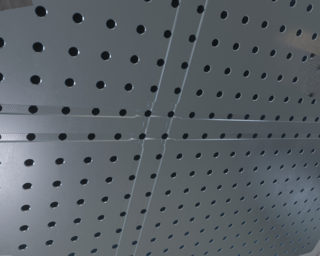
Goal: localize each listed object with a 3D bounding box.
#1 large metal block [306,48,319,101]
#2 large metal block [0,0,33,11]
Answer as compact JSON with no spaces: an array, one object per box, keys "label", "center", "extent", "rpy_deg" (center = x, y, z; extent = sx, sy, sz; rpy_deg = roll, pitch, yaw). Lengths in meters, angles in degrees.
[{"label":"large metal block","center":[0.279,-0.078,0.479],"extent":[0.050,0.080,0.080],"rpy_deg":[-25,128,-13]},{"label":"large metal block","center":[-0.145,-0.115,0.225],"extent":[0.081,0.080,0.050],"rpy_deg":[-18,126,-18]}]
